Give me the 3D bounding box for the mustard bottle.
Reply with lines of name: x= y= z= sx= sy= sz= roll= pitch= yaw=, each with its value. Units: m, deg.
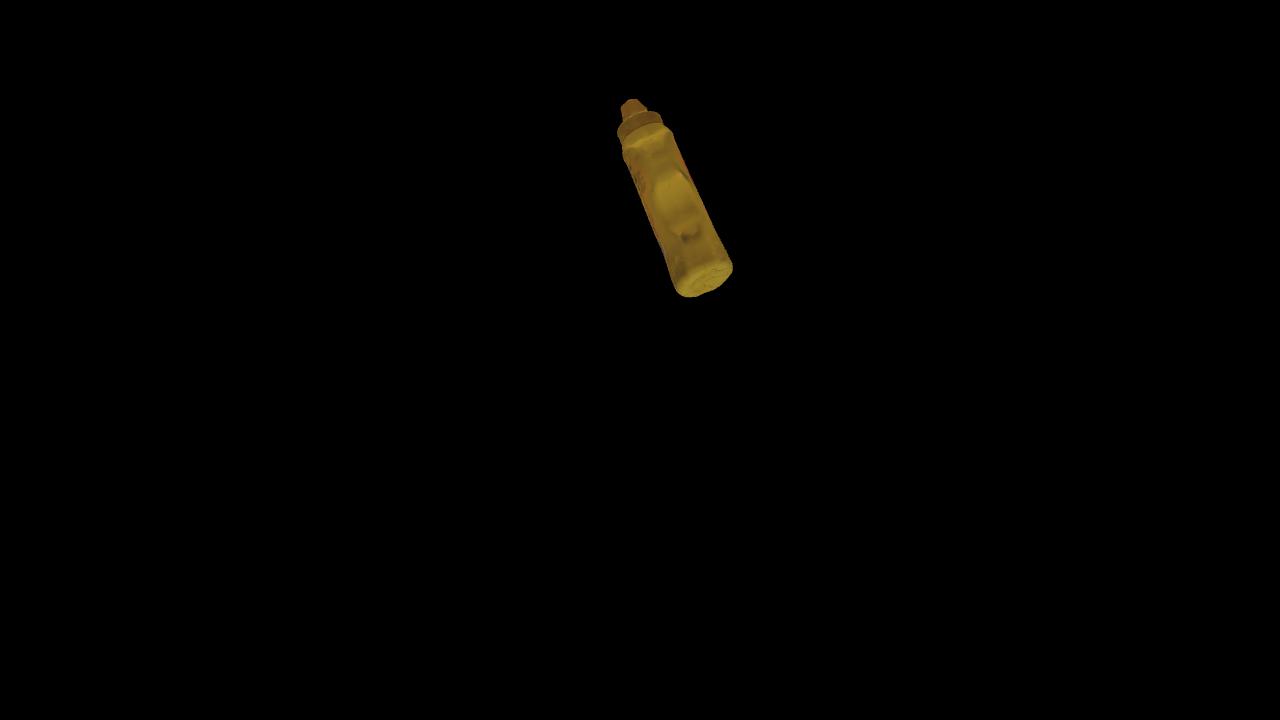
mustard bottle: x=0.023 y=-0.151 z=0.549 sx=0.054 sy=0.184 sz=0.092 roll=-23 pitch=-9 yaw=9
